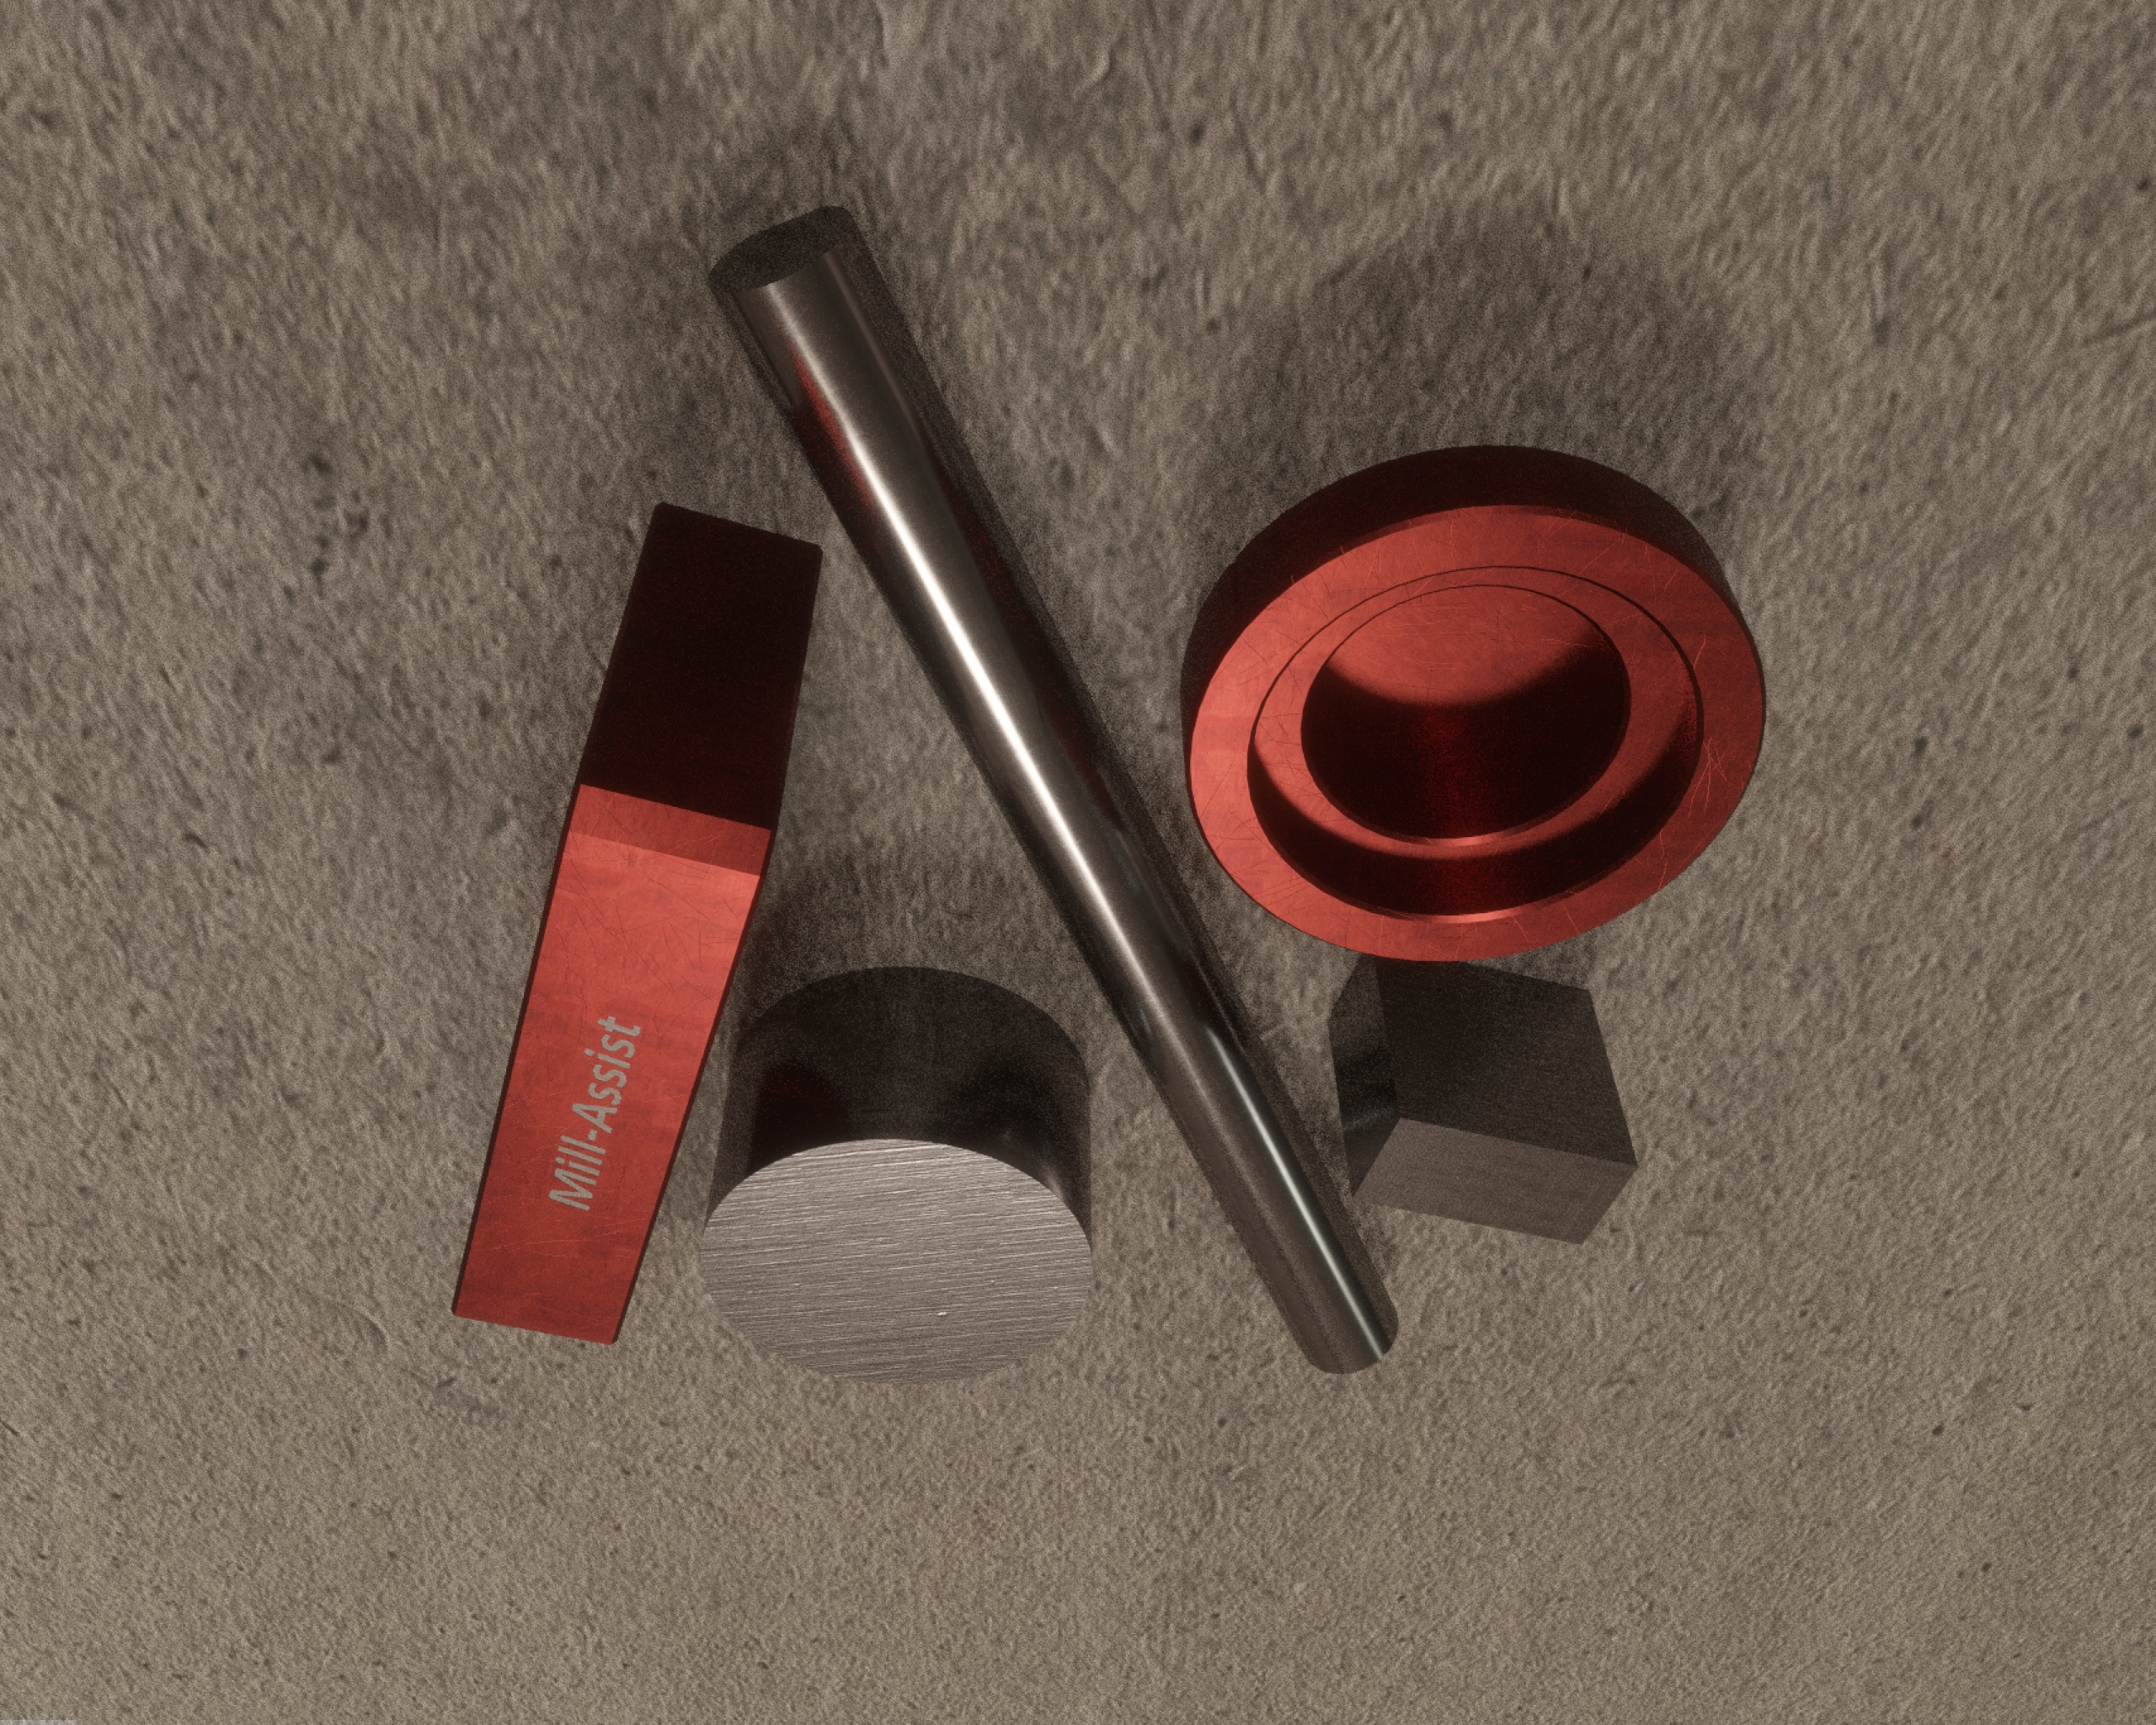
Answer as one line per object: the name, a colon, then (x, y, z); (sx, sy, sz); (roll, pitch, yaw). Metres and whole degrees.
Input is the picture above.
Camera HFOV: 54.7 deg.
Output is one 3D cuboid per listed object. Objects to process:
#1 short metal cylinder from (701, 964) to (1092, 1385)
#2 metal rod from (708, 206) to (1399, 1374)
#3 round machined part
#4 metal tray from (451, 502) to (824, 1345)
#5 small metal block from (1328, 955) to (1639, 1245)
short metal cylinder: (-0.037, 0.068, 0.449); (0.081, 0.050, 0.079); (0, 130, 0)
metal rod: (0.010, 0.009, 0.417); (0.025, 0.025, 0.299); (-18, 128, 14)
round machined part: (0.067, -0.032, 0.371); (0.099, 0.042, 0.097); (-1, 130, 0)
metal tray: (-0.080, 0.013, 0.376); (0.030, 0.090, 0.129); (14, 129, -12)
small metal block: (0.082, 0.047, 0.430); (0.050, 0.050, 0.025); (13, 129, -11)
